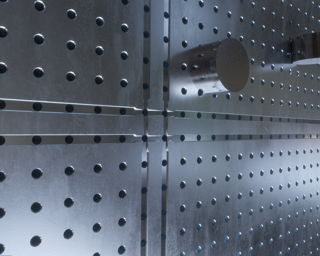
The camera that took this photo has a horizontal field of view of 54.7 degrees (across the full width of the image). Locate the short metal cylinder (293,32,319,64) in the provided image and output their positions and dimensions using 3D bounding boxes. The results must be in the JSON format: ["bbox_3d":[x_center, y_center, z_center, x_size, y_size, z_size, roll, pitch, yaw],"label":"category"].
[{"bbox_3d":[0.319,-0.164,0.645,0.081,0.080,0.050,-3,92,-40],"label":"short metal cylinder"}]

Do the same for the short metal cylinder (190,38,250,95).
[{"bbox_3d":[0.092,-0.092,0.472,0.081,0.050,0.079,0,90,-40],"label":"short metal cylinder"}]
